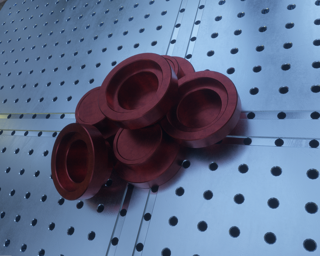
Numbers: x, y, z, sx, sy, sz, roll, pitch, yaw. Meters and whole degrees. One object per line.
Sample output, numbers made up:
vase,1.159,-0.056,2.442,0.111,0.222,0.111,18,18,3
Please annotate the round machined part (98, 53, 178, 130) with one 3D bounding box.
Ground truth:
round machined part,-0.023,-0.041,0.380,0.098,0.042,0.098,-13,56,21

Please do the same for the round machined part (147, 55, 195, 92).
round machined part,0.002,-0.063,0.436,0.098,0.042,0.098,-13,56,21

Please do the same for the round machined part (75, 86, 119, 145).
round machined part,-0.085,-0.023,0.457,0.098,0.042,0.098,-13,56,21

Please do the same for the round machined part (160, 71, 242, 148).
round machined part,0.051,-0.019,0.382,0.098,0.042,0.098,-13,56,21

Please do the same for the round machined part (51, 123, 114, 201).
round machined part,-0.099,0.044,0.407,0.098,0.042,0.098,-6,80,41

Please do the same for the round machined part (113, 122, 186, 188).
round machined part,-0.020,0.023,0.394,0.098,0.042,0.098,-13,56,21
